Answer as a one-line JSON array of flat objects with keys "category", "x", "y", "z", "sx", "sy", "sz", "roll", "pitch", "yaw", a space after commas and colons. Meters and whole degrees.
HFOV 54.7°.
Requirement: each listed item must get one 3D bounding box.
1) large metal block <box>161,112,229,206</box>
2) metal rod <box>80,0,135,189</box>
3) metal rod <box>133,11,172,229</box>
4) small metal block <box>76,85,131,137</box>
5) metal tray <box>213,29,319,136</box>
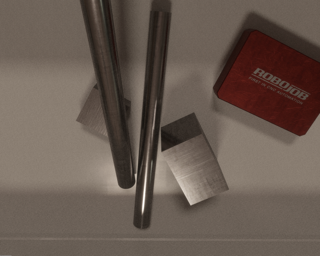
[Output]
[{"category": "large metal block", "x": 0.042, "y": 0.036, "z": 0.396, "sx": 0.050, "sy": 0.080, "sz": 0.080, "roll": -25, "pitch": 109, "yaw": 8}, {"category": "metal rod", "x": -0.051, "y": -0.028, "z": 0.335, "sx": 0.025, "sy": 0.025, "sz": 0.298, "roll": -2, "pitch": 135, "yaw": 0}, {"category": "metal rod", "x": -0.013, "y": 0.003, "z": 0.412, "sx": 0.025, "sy": 0.025, "sz": 0.298, "roll": 5, "pitch": 110, "yaw": -2}, {"category": "small metal block", "x": -0.073, "y": -0.022, "z": 0.402, "sx": 0.050, "sy": 0.025, "sz": 0.050, "roll": 28, "pitch": 107, "yaw": -11}, {"category": "metal tray", "x": 0.146, "y": -0.056, "z": 0.390, "sx": 0.131, "sy": 0.030, "sz": 0.089, "roll": 24, "pitch": 108, "yaw": -9}]
